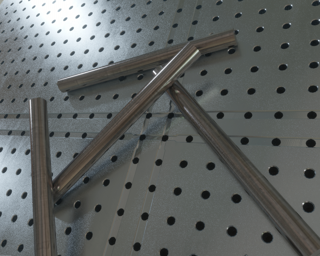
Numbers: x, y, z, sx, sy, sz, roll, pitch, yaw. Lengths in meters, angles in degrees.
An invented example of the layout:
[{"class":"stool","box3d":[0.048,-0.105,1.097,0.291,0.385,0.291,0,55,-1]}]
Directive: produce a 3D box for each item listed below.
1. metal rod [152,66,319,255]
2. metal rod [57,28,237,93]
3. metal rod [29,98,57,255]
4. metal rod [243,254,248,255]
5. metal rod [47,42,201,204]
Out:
[{"class":"metal rod","box3d":[0.067,0.014,0.363,0.025,0.025,0.300,-38,51,3]},{"class":"metal rod","box3d":[-0.033,-0.100,0.485,0.301,0.025,0.025,-11,57,21]},{"class":"metal rod","box3d":[-0.149,0.094,0.394,0.025,0.025,0.299,-21,64,15]},{"class":"metal rod","box3d":[-0.035,0.214,0.293,0.300,0.025,0.025,-36,52,4]},{"class":"metal rod","box3d":[-0.060,0.002,0.416,0.300,0.025,0.025,-45,51,4]}]
